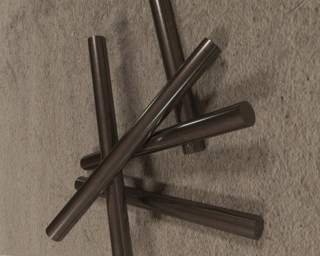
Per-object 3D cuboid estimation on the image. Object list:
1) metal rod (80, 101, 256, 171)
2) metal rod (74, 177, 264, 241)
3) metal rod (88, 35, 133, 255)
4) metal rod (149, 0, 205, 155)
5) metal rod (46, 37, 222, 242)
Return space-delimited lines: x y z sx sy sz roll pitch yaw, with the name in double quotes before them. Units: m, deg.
"metal rod" -0.018 0.022 0.393 0.299 0.025 0.025 -19 78 45
"metal rod" -0.014 0.097 0.414 0.300 0.025 0.025 3 92 39
"metal rod" -0.067 0.021 0.407 0.025 0.025 0.298 -17 76 38
"metal rod" 0.009 -0.115 0.395 0.025 0.025 0.299 -20 77 38
"metal rod" -0.036 0.020 0.368 0.299 0.025 0.025 -50 59 8
